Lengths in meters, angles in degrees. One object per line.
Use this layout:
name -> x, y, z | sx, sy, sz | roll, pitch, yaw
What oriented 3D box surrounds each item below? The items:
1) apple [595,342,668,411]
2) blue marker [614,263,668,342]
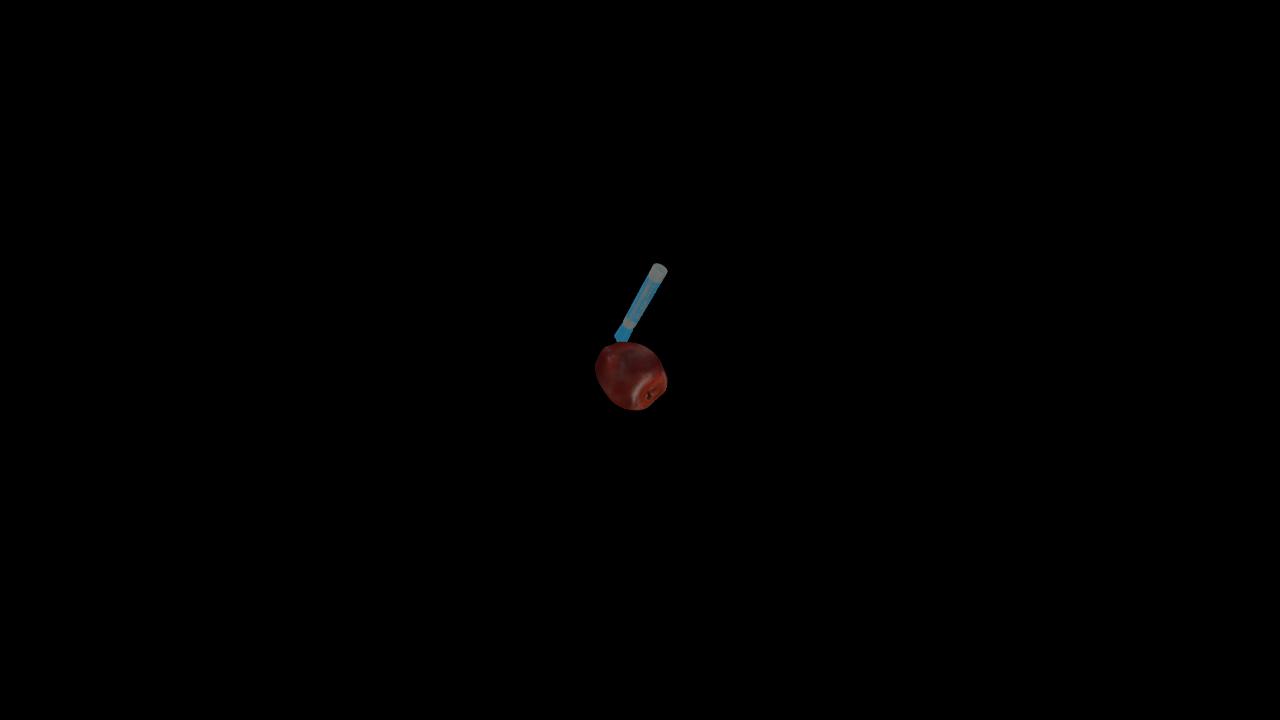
apple -> -0.012, 0.018, 0.740 | 0.079, 0.079, 0.093 | 0, 34, -45
blue marker -> -0.001, -0.065, 0.742 | 0.020, 0.020, 0.121 | 0, -43, -34
